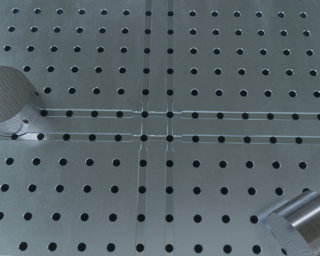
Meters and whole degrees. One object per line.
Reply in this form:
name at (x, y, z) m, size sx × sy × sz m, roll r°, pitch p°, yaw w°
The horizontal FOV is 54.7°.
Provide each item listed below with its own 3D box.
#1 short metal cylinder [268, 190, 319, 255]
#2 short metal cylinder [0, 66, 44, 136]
short metal cylinder at (0.167, 0.116, 0.341) m, size 0.050 × 0.080 × 0.080 m, roll -28°, pitch 73°, yaw -10°
short metal cylinder at (-0.203, -0.034, 0.409) m, size 0.081 × 0.050 × 0.080 m, roll 0°, pitch 70°, yaw 0°
